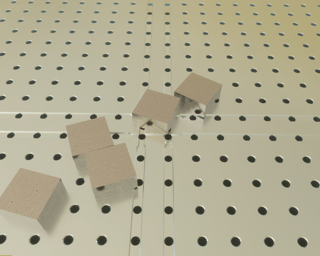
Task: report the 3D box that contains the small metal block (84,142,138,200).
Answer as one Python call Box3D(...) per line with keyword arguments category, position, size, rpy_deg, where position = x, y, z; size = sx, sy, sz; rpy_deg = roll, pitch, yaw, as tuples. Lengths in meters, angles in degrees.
Box3D(category="small metal block", position=(-0.058, 0.050, 0.365), size=(0.050, 0.025, 0.050), rpy_deg=(-15, 52, -12))

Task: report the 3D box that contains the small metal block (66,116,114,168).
Box3D(category="small metal block", position=(-0.088, 0.017, 0.392), size=(0.050, 0.025, 0.050), rpy_deg=(-15, 52, -13))

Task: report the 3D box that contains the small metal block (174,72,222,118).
Box3D(category="small metal block", position=(0.055, -0.049, 0.450), size=(0.050, 0.025, 0.050), rpy_deg=(27, 55, 20))

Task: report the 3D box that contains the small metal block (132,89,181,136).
Box3D(category="small metal block", position=(-0.004, -0.023, 0.427), size=(0.050, 0.025, 0.050), rpy_deg=(17, 52, 13))

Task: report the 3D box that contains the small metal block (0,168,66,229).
Box3D(category="small metal block", position=(-0.141, 0.077, 0.341), size=(0.050, 0.025, 0.050), rpy_deg=(13, 51, 10))
